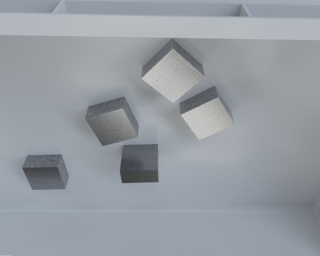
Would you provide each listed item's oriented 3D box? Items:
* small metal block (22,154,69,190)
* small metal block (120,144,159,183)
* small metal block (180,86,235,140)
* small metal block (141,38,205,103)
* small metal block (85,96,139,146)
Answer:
[{"bbox_3d":[-0.169,0.066,0.463,0.050,0.025,0.050,-1,130,0],"label":"small metal block"},{"bbox_3d":[-0.027,0.049,0.434,0.050,0.050,0.025,-2,130,1],"label":"small metal block"},{"bbox_3d":[0.060,-0.018,0.395,0.050,0.025,0.050,-26,126,20],"label":"small metal block"},{"bbox_3d":[0.015,-0.064,0.355,0.050,0.025,0.050,35,121,-27],"label":"small metal block"},{"bbox_3d":[-0.061,-0.008,0.402,0.050,0.025,0.050,-15,129,11],"label":"small metal block"}]
